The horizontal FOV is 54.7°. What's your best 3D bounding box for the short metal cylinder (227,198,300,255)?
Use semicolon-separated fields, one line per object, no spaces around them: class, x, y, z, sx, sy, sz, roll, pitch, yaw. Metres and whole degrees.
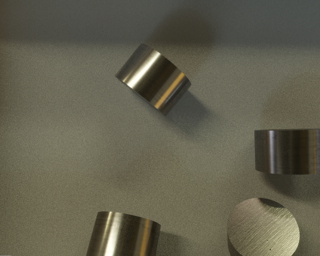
short metal cylinder;0.124;0.134;0.379;0.080;0.050;0.080;-6;48;7

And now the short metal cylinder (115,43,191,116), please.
short metal cylinder;-0.008;-0.058;0.384;0.080;0.080;0.050;39;90;0

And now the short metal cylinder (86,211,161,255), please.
short metal cylinder;-0.043;0.137;0.377;0.080;0.080;0.050;12;64;0

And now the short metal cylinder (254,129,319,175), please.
short metal cylinder;0.160;0.027;0.385;0.081;0.080;0.050;-2;90;0
